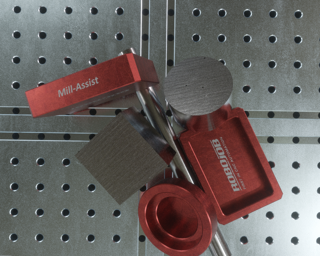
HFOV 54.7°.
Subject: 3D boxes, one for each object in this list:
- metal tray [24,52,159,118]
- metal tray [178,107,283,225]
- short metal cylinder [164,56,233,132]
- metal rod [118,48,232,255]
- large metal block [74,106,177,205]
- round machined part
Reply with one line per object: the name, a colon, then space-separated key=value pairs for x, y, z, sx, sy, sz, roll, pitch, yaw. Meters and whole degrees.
metal tray: x=-0.074 y=-0.047 z=0.362 sx=0.130 sy=0.090 sz=0.030 roll=-17 pitch=92 yaw=14
metal tray: x=0.091 y=0.048 z=0.408 sx=0.090 sy=0.030 sz=0.129 roll=-25 pitch=90 yaw=0
short metal cylinder: x=0.049 y=-0.041 z=0.383 sx=0.080 sy=0.050 sz=0.080 roll=-4 pitch=66 yaw=10
metal rod: x=0.020 y=0.035 z=0.409 sx=0.025 sy=0.025 sz=0.299 roll=-25 pitch=90 yaw=0
large metal block: x=-0.040 y=0.032 z=0.379 sx=0.080 sy=0.050 sz=0.080 roll=-42 pitch=91 yaw=18
round machined part: x=0.025 y=0.108 z=0.387 sx=0.098 sy=0.042 sz=0.097 roll=8 pitch=107 yaw=27
